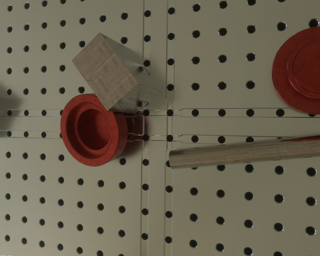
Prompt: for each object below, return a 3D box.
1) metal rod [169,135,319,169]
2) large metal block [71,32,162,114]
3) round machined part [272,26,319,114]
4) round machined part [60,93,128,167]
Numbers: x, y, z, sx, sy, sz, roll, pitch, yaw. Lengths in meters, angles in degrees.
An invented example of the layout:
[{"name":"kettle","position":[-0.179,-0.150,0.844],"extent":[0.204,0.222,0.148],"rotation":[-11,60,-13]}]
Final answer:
[{"name":"metal rod","position":[0.157,0.023,0.357],"extent":[0.301,0.025,0.025],"rotation":[-8,88,19]},{"name":"large metal block","position":[-0.053,-0.067,0.402],"extent":[0.050,0.080,0.080],"rotation":[-40,78,15]},{"name":"round machined part","position":[0.176,-0.064,0.342],"extent":[0.098,0.042,0.097],"rotation":[0,90,20]},{"name":"round machined part","position":[-0.085,0.001,0.427],"extent":[0.098,0.042,0.097],"rotation":[5,101,26]}]
